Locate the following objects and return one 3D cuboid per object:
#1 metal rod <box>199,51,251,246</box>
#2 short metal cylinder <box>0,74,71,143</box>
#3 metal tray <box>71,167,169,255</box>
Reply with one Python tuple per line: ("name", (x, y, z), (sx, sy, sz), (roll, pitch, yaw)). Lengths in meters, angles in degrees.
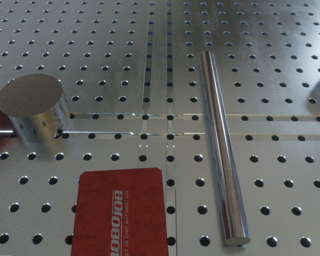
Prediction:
("metal rod", (0.077, -0.001, 0.408), (0.025, 0.025, 0.300), (0, 50, 0))
("short metal cylinder", (-0.165, -0.027, 0.413), (0.080, 0.050, 0.080), (0, 50, 0))
("metal tray", (-0.039, 0.105, 0.316), (0.091, 0.030, 0.130), (-3, 50, -3))
